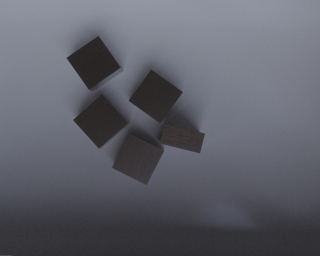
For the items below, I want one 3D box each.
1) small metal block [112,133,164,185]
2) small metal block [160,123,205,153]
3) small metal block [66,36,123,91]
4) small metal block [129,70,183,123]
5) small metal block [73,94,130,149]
[{"bbox_3d":[-0.028,0.040,0.411,0.050,0.025,0.050,27,90,0],"label":"small metal block"},{"bbox_3d":[0.027,0.012,0.399,0.050,0.050,0.025,14,90,0],"label":"small metal block"},{"bbox_3d":[-0.085,-0.084,0.411,0.050,0.025,0.050,-35,90,0],"label":"small metal block"},{"bbox_3d":[-0.005,-0.041,0.411,0.050,0.025,0.050,36,90,0],"label":"small metal block"},{"bbox_3d":[-0.076,-0.008,0.411,0.050,0.025,0.050,-42,90,0],"label":"small metal block"}]
